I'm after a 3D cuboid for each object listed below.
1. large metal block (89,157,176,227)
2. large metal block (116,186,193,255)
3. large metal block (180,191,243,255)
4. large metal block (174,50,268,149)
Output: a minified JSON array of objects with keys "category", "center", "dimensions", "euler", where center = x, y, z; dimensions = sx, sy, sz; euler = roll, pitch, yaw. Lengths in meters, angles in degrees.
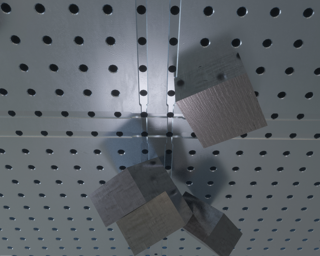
[{"category":"large metal block","center":[-0.038,0.089,0.443],"dimensions":[0.080,0.080,0.050],"euler":[-37,77,27]},{"category":"large metal block","center":[-0.004,0.128,0.444],"dimensions":[0.080,0.050,0.080],"euler":[-33,169,7]},{"category":"large metal block","center":[0.072,0.156,0.495],"dimensions":[0.050,0.080,0.080],"euler":[-52,131,-14]},{"category":"large metal block","center":[0.071,-0.032,0.369],"dimensions":[0.080,0.050,0.080],"euler":[-22,127,17]}]
